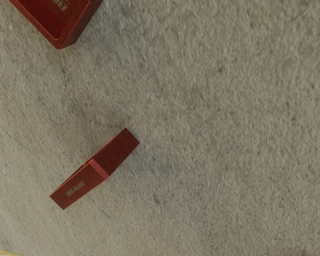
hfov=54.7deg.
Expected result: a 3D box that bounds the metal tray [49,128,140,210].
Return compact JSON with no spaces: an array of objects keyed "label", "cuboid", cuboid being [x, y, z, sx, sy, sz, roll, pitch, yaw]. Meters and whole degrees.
[{"label":"metal tray","cuboid":[-0.095,0.060,0.450,0.030,0.090,0.129,48,129,-6]}]

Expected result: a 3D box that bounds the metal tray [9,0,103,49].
[{"label":"metal tray","cuboid":[-0.139,-0.171,0.368,0.130,0.030,0.090,46,129,-5]}]
